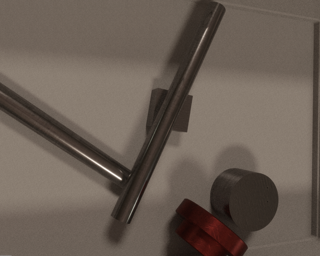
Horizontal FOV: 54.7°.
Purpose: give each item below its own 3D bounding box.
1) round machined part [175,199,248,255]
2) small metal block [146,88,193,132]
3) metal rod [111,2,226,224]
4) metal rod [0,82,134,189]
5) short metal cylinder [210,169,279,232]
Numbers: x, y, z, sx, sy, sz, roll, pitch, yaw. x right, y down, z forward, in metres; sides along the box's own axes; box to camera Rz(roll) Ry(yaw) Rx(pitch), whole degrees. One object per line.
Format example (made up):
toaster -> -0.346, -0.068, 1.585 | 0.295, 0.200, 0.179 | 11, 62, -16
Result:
round machined part -> 0.058, 0.138, 0.395 | 0.098, 0.098, 0.042 | 44, 76, -15
small metal block -> 0.013, -0.023, 0.416 | 0.050, 0.025, 0.050 | 10, 87, -20
metal rod -> 0.015, -0.026, 0.390 | 0.025, 0.025, 0.299 | 28, 80, -18
metal rod -> -0.144, -0.010, 0.357 | 0.301, 0.025, 0.025 | 37, 78, -17
short metal cylinder -> 0.120, 0.100, 0.443 | 0.081, 0.050, 0.079 | 0, 90, -21
